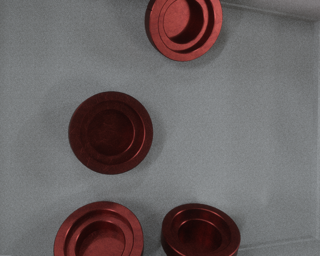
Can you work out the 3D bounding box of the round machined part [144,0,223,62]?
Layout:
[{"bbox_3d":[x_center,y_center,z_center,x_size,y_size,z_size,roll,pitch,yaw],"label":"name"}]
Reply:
[{"bbox_3d":[0.027,-0.139,0.399,0.099,0.042,0.097,-10,120,-17],"label":"round machined part"}]

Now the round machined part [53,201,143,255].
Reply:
[{"bbox_3d":[-0.068,0.139,0.359,0.099,0.042,0.098,1,48,-1],"label":"round machined part"}]

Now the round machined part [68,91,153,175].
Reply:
[{"bbox_3d":[-0.062,0.006,0.379,0.099,0.042,0.097,0,90,-21],"label":"round machined part"}]

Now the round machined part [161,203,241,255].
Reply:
[{"bbox_3d":[0.050,0.145,0.398,0.099,0.098,0.042,-6,119,-20],"label":"round machined part"}]
